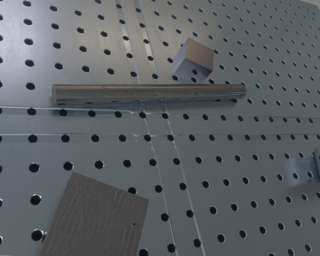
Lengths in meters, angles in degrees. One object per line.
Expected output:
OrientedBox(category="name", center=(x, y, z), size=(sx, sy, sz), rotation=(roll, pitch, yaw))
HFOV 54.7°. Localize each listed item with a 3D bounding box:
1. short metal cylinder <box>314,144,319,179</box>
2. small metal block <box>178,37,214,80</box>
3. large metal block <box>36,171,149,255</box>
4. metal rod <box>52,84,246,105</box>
OrientedBox(category="short metal cylinder", center=(0.298, 0.055, 0.500), size=(0.081, 0.080, 0.050), rotation=(18, 55, -18))
OrientedBox(category="small metal block", center=(0.060, -0.114, 0.510), size=(0.050, 0.025, 0.050), rotation=(21, 54, -16))
OrientedBox(category="large metal block", center=(-0.065, 0.100, 0.297), size=(0.080, 0.050, 0.080), rotation=(24, 53, -14))
OrientedBox(category="metal rod", center=(0.005, -0.050, 0.441), size=(0.303, 0.025, 0.025), rotation=(-5, 64, -30))
